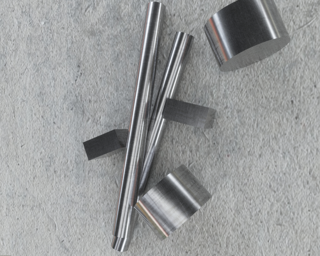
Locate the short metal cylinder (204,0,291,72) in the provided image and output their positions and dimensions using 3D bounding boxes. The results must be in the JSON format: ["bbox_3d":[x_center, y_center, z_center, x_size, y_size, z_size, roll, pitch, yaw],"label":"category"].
[{"bbox_3d":[0.096,-0.103,0.346,0.080,0.080,0.050,-22,83,18],"label":"short metal cylinder"}]

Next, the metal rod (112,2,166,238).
[{"bbox_3d":[-0.026,-0.014,0.398,0.025,0.025,0.298,6,85,20],"label":"metal rod"}]

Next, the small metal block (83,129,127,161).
[{"bbox_3d":[-0.066,0.022,0.419,0.050,0.050,0.025,-22,83,19],"label":"small metal block"}]

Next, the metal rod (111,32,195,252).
[{"bbox_3d":[-0.012,0.022,0.412,0.025,0.025,0.298,19,96,19],"label":"metal rod"}]

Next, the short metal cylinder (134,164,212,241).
[{"bbox_3d":[0.016,0.089,0.374,0.080,0.080,0.050,-45,76,14],"label":"short metal cylinder"}]

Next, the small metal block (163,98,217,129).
[{"bbox_3d":[0.038,-0.017,0.382,0.050,0.050,0.025,15,95,19],"label":"small metal block"}]
